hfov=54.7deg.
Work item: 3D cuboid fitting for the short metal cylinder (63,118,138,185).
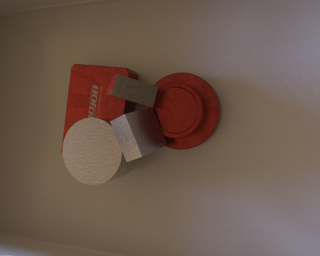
[{"bbox_3d":[-0.073,0.027,0.388,0.080,0.050,0.079,0,90,19],"label":"short metal cylinder"}]

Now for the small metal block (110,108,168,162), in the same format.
[{"bbox_3d":[-0.024,0.006,0.361,0.025,0.050,0.050,-23,89,37],"label":"small metal block"}]

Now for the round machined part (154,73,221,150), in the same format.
[{"bbox_3d":[0.025,-0.021,0.390,0.098,0.042,0.097,0,90,19],"label":"round machined part"}]

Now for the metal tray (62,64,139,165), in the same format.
[{"bbox_3d":[-0.084,-0.020,0.432,0.090,0.030,0.129,8,93,19],"label":"metal tray"}]

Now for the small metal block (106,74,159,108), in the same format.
[{"bbox_3d":[-0.036,-0.045,0.380,0.050,0.050,0.025,16,90,-18],"label":"small metal block"}]
